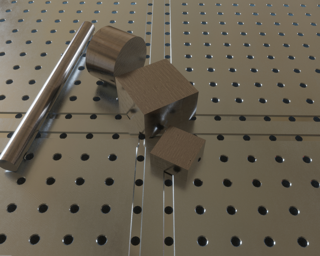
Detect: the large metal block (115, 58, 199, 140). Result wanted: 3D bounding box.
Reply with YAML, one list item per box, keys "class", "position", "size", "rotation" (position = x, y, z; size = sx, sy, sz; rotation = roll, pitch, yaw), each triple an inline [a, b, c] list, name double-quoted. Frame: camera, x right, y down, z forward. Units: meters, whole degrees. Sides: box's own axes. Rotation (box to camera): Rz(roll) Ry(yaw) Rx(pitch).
- class: "large metal block"
  position: [-0.005, -0.042, 0.427]
  size: [0.081, 0.050, 0.080]
  rotation: [-24, 54, -20]

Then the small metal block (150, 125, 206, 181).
- class: "small metal block"
  position: [0.022, 0.030, 0.383]
  size: [0.050, 0.025, 0.050]
  rotation: [23, 54, 18]

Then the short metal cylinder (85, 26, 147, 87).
- class: "short metal cylinder"
  position: [-0.063, -0.104, 0.459]
  size: [0.050, 0.080, 0.080]
  rotation: [26, 55, 20]

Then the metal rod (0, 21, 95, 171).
- class: "metal rod"
  position: [-0.155, -0.068, 0.462]
  size: [0.025, 0.025, 0.300]
  rotation: [8, 50, 6]
